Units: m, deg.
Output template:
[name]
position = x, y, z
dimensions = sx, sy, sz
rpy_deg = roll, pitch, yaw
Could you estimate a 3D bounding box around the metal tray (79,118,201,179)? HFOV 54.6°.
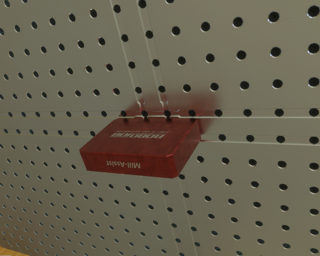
[metal tray]
position = -0.024, 0.021, 0.395
dimensions = 0.130, 0.090, 0.030
rpy_deg = 0, 119, 28
